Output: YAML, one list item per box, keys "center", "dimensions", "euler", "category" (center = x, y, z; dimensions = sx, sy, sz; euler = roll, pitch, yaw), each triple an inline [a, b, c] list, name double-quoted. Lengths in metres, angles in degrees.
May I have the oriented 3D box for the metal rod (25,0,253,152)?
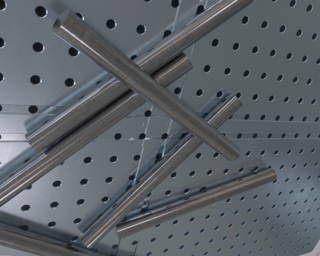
- center: [-0.019, -0.071, 0.355]
  dimensions: [0.301, 0.025, 0.025]
  euler: [-36, 129, -5]
  category: "metal rod"

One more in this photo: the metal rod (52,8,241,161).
- center: [0.011, -0.028, 0.364]
  dimensions: [0.301, 0.025, 0.025]
  euler: [34, 99, -39]
  category: "metal rod"

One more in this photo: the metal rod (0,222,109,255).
- center: [-0.111, 0.199, 0.472]
  dimensions: [0.025, 0.025, 0.301]
  euler: [-48, 129, 5]
  category: "metal rod"

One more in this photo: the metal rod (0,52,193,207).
- center: [-0.089, 0.006, 0.365]
  dimensions: [0.301, 0.025, 0.025]
  euler: [-36, 129, -4]
  category: "metal rod"

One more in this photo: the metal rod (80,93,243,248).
- center: [0.001, 0.062, 0.449]
  dimensions: [0.300, 0.025, 0.025]
  euler: [-44, 129, 2]
  category: "metal rod"

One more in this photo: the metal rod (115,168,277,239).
- center: [0.071, 0.121, 0.523]
  dimensions: [0.302, 0.025, 0.025]
  euler: [-14, 125, -20]
  category: "metal rod"
